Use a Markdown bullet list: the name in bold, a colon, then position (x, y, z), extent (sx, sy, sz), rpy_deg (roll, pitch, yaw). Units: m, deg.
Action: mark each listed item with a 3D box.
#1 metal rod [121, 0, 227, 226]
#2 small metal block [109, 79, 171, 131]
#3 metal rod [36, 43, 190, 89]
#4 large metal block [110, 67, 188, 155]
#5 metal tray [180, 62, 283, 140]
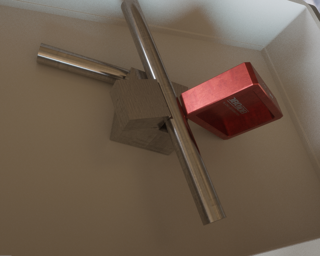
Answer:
- **metal rod**: position (0.007, -0.036, 0.367), extent (0.025, 0.025, 0.299), rpy_deg (-7, 65, -32)
- **small metal block**: position (-0.022, -0.027, 0.345), extent (0.050, 0.025, 0.050), rpy_deg (-7, 65, -32)
- **metal rod**: position (-0.012, -0.060, 0.436), extent (0.302, 0.025, 0.025), rpy_deg (14, 56, -21)
- **large metal block**: position (-0.012, -0.020, 0.395), extent (0.081, 0.050, 0.080), rpy_deg (17, 55, -19)
- **metal tray**: position (0.096, -0.027, 0.398), extent (0.130, 0.090, 0.030), rpy_deg (25, 46, -54)
